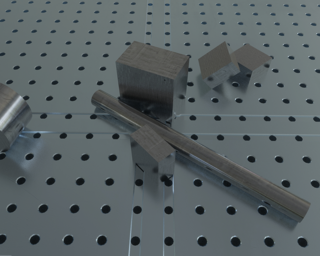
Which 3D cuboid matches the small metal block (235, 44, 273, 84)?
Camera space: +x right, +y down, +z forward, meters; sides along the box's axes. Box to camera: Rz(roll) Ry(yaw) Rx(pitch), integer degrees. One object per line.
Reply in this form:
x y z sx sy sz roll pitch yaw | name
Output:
0.141 -0.104 0.497 0.050 0.025 0.050 -34 58 -25 | small metal block

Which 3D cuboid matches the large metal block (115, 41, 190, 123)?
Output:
-0.009 -0.063 0.424 0.080 0.080 0.050 20 53 15 | large metal block

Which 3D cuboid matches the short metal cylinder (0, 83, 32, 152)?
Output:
-0.209 -0.014 0.381 0.080 0.080 0.050 12 51 10 | short metal cylinder

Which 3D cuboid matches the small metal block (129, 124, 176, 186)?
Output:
-0.009 0.032 0.364 0.025 0.050 0.050 -34 58 -25 | small metal block

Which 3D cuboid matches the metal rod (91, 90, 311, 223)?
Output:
0.033 0.024 0.387 0.300 0.025 0.025 29 56 21 | metal rod

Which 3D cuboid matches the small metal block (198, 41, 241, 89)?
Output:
0.089 -0.096 0.472 0.050 0.025 0.050 -31 43 28 | small metal block
